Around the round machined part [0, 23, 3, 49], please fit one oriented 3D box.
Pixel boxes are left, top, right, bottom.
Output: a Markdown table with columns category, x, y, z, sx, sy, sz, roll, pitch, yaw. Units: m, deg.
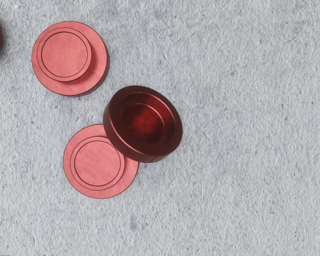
| category | x | y | z | sx | sy | sz | roll | pitch | yaw |
| --- | --- | --- | --- | --- | --- | --- | --- | --- | --- |
| round machined part | -0.252 | -0.118 | 0.399 | 0.099 | 0.042 | 0.097 | 0 | 90 | 0 |

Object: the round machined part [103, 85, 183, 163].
| category | x | y | z | sx | sy | sz | roll | pitch | yaw |
| --- | --- | --- | --- | --- | --- | --- | --- | --- | --- |
| round machined part | -0.024 | -0.001 | 0.384 | 0.099 | 0.042 | 0.098 | 17 | 54 | -24 |

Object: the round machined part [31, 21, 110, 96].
| category | x | y | z | sx | sy | sz | roll | pitch | yaw |
| --- | --- | --- | --- | --- | --- | --- | --- | --- | --- |
| round machined part | -0.117 | -0.090 | 0.400 | 0.099 | 0.042 | 0.097 | 0 | 90 | 0 |

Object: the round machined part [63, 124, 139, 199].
| category | x | y | z | sx | sy | sz | roll | pitch | yaw |
| --- | --- | --- | --- | --- | --- | --- | --- | --- | --- |
| round machined part | -0.077 | 0.043 | 0.401 | 0.099 | 0.042 | 0.097 | 0 | 90 | 0 |
